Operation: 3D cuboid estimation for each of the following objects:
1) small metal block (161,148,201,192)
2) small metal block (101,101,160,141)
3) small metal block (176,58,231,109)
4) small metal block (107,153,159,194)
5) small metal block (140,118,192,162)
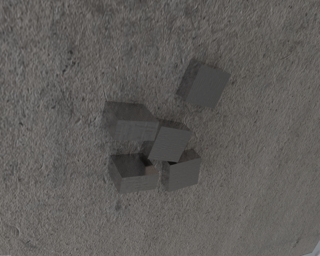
[{"bbox_3d":[0.031,0.063,0.462,0.050,0.025,0.050,-11,123,-23],"label":"small metal block"},{"bbox_3d":[-0.036,-0.009,0.365,0.050,0.050,0.025,2,117,-30],"label":"small metal block"},{"bbox_3d":[0.056,-0.057,0.402,0.050,0.025,0.050,10,114,-33],"label":"small metal block"},{"bbox_3d":[-0.036,0.058,0.407,0.050,0.050,0.025,-2,119,-28],"label":"small metal block"},{"bbox_3d":[0.008,0.017,0.422,0.050,0.025,0.050,10,113,-33],"label":"small metal block"}]
